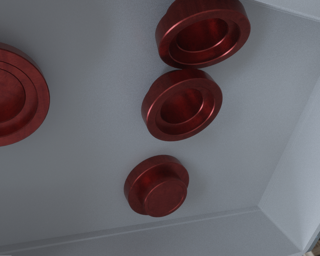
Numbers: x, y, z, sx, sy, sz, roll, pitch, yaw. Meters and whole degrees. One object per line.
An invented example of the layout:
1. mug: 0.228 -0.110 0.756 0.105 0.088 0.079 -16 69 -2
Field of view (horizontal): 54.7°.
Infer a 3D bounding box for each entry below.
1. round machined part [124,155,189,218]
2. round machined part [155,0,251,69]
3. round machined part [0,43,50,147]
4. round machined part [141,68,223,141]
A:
1. round machined part: 0.000 0.091 0.454 0.099 0.042 0.097 -14 124 -21
2. round machined part: 0.043 -0.108 0.334 0.099 0.042 0.098 -10 159 -4
3. round machined part: -0.158 -0.034 0.290 0.099 0.042 0.097 -14 124 -21
4. round machined part: 0.023 -0.032 0.381 0.099 0.042 0.097 -16 138 -14
